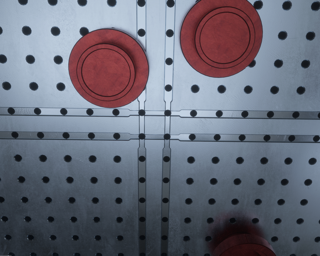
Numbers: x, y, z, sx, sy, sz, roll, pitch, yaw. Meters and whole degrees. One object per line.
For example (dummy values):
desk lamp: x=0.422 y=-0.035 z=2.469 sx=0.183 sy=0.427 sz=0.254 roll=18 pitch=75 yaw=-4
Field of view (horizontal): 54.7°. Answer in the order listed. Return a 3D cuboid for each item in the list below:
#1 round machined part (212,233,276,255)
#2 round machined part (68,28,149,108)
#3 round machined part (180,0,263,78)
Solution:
round machined part: x=0.129 y=0.204 z=0.481 sx=0.099 sy=0.042 sz=0.097 roll=0 pitch=110 yaw=-1
round machined part: x=-0.062 y=-0.070 z=0.378 sx=0.099 sy=0.042 sz=0.097 roll=0 pitch=110 yaw=-1
round machined part: x=0.073 y=-0.107 z=0.366 sx=0.099 sy=0.042 sz=0.097 roll=0 pitch=110 yaw=-1
